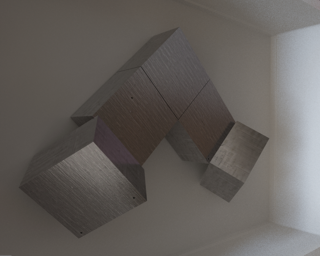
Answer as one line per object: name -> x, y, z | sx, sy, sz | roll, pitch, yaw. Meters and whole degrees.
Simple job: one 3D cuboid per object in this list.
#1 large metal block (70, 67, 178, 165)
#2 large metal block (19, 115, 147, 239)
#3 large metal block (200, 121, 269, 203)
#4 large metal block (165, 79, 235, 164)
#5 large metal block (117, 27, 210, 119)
large metal block -> -0.038, -0.011, 0.356 | 0.080, 0.050, 0.080 | -51, 120, -27
large metal block -> -0.070, 0.048, 0.301 | 0.080, 0.050, 0.080 | -31, 117, 10
large metal block -> 0.106, 0.050, 0.449 | 0.080, 0.050, 0.080 | -51, 164, -27
large metal block -> 0.050, -0.009, 0.429 | 0.080, 0.050, 0.080 | -51, 120, -27
large metal block -> 0.007, -0.067, 0.393 | 0.080, 0.050, 0.080 | -51, 120, -27
